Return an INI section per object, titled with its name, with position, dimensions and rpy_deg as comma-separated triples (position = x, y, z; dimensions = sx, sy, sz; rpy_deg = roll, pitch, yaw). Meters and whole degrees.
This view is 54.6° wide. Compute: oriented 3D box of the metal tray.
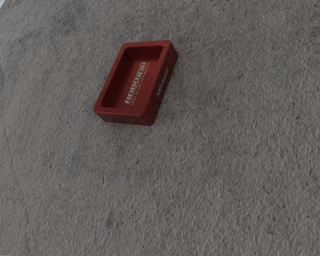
[metal tray]
position = -0.035, -0.069, 0.462
dimensions = 0.090, 0.030, 0.130
rpy_deg = 6, 64, 30
